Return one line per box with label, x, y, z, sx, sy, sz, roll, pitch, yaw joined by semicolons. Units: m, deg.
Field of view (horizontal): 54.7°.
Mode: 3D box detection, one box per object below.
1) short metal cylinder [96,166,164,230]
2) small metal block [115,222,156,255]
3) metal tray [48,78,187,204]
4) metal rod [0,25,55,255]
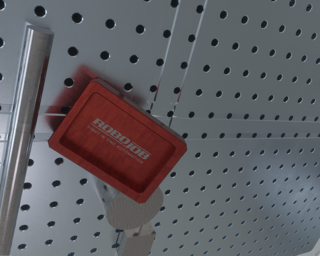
short metal cylinder;-0.042;0.093;0.429;0.081;0.050;0.079;-14;125;-21
small metal block;-0.040;0.184;0.503;0.050;0.025;0.050;3;117;-30
metal tray;-0.046;0.016;0.356;0.130;0.030;0.090;35;99;-12
metal rod;-0.160;0.037;0.346;0.025;0.025;0.298;7;115;-31
